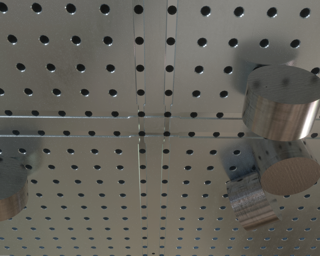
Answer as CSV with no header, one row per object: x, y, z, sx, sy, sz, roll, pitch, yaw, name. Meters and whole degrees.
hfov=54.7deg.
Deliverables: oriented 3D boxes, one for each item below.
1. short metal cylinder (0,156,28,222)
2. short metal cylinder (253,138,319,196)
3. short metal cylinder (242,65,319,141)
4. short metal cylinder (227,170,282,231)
-0.234,0.087,0.446,0.081,0.080,0.050,10,129,-9,short metal cylinder
0.178,0.052,0.442,0.081,0.050,0.079,0,130,0,short metal cylinder
0.137,-0.030,0.352,0.081,0.080,0.050,-2,130,1,short metal cylinder
0.144,0.110,0.472,0.050,0.080,0.080,-28,125,21,short metal cylinder
